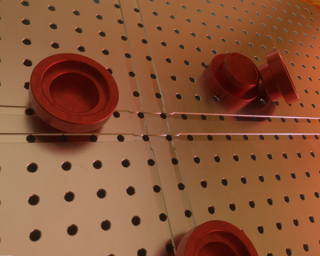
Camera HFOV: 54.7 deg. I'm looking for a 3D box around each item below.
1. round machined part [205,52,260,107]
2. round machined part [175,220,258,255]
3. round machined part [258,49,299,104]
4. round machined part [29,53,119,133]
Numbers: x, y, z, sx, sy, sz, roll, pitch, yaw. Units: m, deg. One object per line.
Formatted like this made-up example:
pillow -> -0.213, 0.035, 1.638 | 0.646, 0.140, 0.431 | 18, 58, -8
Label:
round machined part -> 0.128, -0.088, 0.523 | 0.099, 0.042, 0.098 | 14, 56, -21
round machined part -> 0.059, 0.154, 0.336 | 0.099, 0.042, 0.098 | 14, 56, -21
round machined part -> 0.205, -0.086, 0.545 | 0.098, 0.042, 0.098 | 43, 34, -39
round machined part -> -0.102, -0.037, 0.366 | 0.099, 0.042, 0.098 | 14, 56, -21
